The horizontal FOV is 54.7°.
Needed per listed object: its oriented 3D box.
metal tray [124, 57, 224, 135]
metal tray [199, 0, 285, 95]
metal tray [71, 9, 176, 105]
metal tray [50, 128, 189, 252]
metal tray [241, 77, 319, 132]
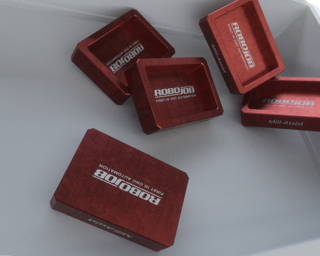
[{"bbox_3d":[0.023,-0.047,0.419,0.131,0.030,0.090,-13,83,-41],"label":"metal tray"},{"bbox_3d":[0.128,-0.128,0.481,0.090,0.030,0.130,-30,103,-11],"label":"metal tray"},{"bbox_3d":[-0.046,-0.103,0.433,0.090,0.030,0.131,45,51,-6],"label":"metal tray"},{"bbox_3d":[-0.039,0.067,0.340,0.131,0.030,0.090,27,52,-11],"label":"metal tray"},{"bbox_3d":[0.200,-0.041,0.485,0.130,0.030,0.090,5,49,22],"label":"metal tray"}]
